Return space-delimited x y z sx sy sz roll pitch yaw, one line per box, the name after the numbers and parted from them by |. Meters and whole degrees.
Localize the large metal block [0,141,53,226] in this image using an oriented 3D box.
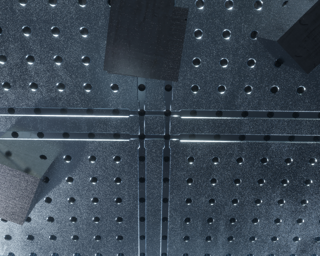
-0.206 0.074 0.425 0.080 0.050 0.080 23 108 -9 | large metal block

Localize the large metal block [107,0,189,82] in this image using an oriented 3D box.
-0.015 -0.103 0.362 0.081 0.050 0.079 7 110 -3 | large metal block

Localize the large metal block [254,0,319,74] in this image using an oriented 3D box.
0.163 -0.113 0.345 0.050 0.080 0.080 41 105 -14 | large metal block

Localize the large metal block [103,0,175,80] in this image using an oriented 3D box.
-0.018 -0.097 0.295 0.050 0.080 0.079 9 110 -4 | large metal block
